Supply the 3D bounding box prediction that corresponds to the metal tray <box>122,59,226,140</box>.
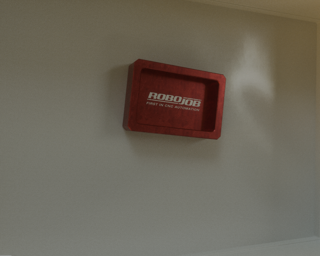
[{"bbox_3d":[0.021,-0.035,0.415,0.131,0.030,0.090,6,88,-20],"label":"metal tray"}]
